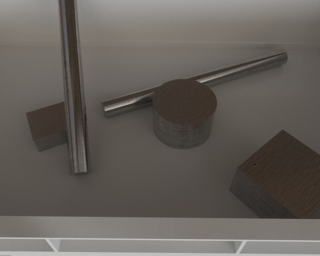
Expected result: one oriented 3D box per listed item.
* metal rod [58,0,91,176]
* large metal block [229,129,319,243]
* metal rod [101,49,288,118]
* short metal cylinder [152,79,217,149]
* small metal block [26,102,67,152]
[{"bbox_3d":[-0.114,-0.089,0.401,0.025,0.025,0.299,-7,75,-6],"label":"metal rod"},{"bbox_3d":[0.137,0.061,0.340,0.080,0.050,0.080,-33,58,-25],"label":"large metal block"},{"bbox_3d":[0.061,-0.071,0.465,0.302,0.025,0.025,-18,53,-15],"label":"metal rod"},{"bbox_3d":[0.031,-0.019,0.405,0.081,0.050,0.080,0,50,0],"label":"short metal cylinder"},{"bbox_3d":[-0.141,-0.002,0.405,0.050,0.025,0.050,-20,53,-16],"label":"small metal block"}]
